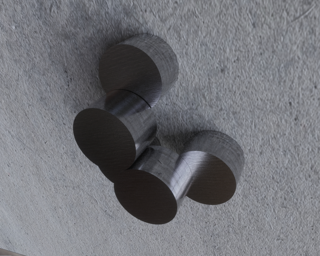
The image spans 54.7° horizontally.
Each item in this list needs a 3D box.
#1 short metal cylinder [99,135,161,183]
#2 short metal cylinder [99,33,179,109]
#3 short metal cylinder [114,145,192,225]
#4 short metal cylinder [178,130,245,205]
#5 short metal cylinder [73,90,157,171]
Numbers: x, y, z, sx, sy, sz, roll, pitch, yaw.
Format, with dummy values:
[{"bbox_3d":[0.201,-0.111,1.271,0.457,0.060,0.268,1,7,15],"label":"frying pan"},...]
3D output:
[{"bbox_3d":[-0.043,0.039,0.439,0.080,0.050,0.079,13,124,21],"label":"short metal cylinder"},{"bbox_3d":[-0.024,-0.066,0.365,0.080,0.050,0.079,13,124,21],"label":"short metal cylinder"},{"bbox_3d":[-0.007,0.068,0.372,0.080,0.050,0.079,13,124,20],"label":"short metal cylinder"},{"bbox_3d":[0.061,0.049,0.390,0.080,0.050,0.079,13,124,21],"label":"short metal cylinder"},{"bbox_3d":[-0.051,0.003,0.355,0.080,0.050,0.079,13,124,21],"label":"short metal cylinder"}]
